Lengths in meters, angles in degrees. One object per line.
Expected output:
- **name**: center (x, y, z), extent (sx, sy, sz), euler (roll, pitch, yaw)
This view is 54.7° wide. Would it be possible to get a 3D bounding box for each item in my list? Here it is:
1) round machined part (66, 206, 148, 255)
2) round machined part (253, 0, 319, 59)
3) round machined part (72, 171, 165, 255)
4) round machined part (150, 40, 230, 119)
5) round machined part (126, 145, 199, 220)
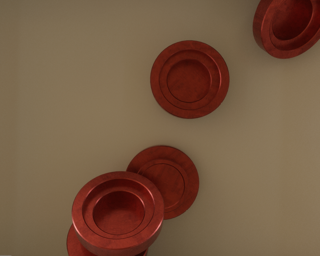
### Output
- **round machined part**: center (-0.062, 0.130, 0.373), extent (0.099, 0.098, 0.042), euler (7, 131, -1)
- **round machined part**: center (0.160, -0.141, 0.389), extent (0.099, 0.042, 0.097), euler (-11, 128, -13)
- **round machined part**: center (-0.045, 0.099, 0.346), extent (0.099, 0.098, 0.042), euler (5, 132, -1)
- **round machined part**: center (0.037, -0.060, 0.403), extent (0.099, 0.042, 0.097), euler (0, 90, -1)
- **round machined part**: center (0.002, 0.072, 0.403), extent (0.099, 0.042, 0.097), euler (0, 90, -1)
